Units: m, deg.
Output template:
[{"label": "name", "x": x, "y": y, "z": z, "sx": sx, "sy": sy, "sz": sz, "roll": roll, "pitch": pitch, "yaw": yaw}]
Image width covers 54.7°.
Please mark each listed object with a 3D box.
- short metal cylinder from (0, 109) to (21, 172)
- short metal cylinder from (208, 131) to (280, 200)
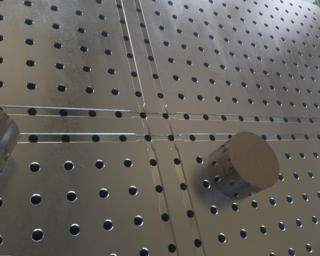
[{"label": "short metal cylinder", "x": -0.174, "y": 0.012, "z": 0.272, "sx": 0.080, "sy": 0.080, "sz": 0.050, "roll": 24, "pitch": 53, "yaw": -14}, {"label": "short metal cylinder", "x": 0.113, "y": 0.051, "z": 0.421, "sx": 0.081, "sy": 0.050, "sz": 0.080, "roll": 14, "pitch": 56, "yaw": -21}]
